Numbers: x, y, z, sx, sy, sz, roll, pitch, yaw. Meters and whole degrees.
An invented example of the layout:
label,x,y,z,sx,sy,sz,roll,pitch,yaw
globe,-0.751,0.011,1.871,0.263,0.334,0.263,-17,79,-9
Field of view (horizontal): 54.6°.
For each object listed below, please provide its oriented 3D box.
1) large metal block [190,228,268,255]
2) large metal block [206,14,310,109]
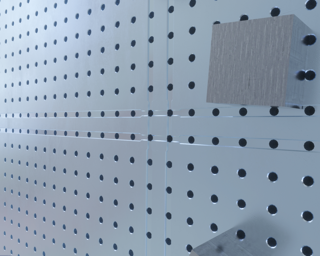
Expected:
label,x,y,z,sx,sy,sz,roll,pitch,yaw
large metal block,0.061,0.163,0.324,0.050,0.081,0.080,31,109,36
large metal block,0.098,-0.062,0.313,0.080,0.050,0.080,7,95,40
